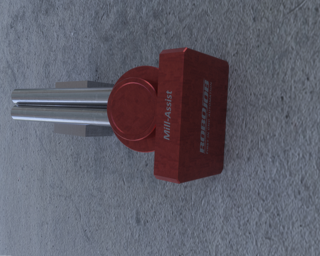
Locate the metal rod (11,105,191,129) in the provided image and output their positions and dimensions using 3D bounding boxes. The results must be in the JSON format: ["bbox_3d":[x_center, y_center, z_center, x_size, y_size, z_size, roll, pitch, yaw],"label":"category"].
[{"bbox_3d":[-0.089,-0.016,0.419,0.301,0.025,0.025,4,92,27],"label":"metal rod"}]

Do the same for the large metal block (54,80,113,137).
[{"bbox_3d":[-0.118,-0.030,0.480,0.080,0.050,0.079,4,93,39],"label":"large metal block"}]

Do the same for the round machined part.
[{"bbox_3d":[-0.020,-0.021,0.346,0.098,0.042,0.097,1,93,29],"label":"round machined part"}]

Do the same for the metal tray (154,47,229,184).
[{"bbox_3d":[0.036,-0.012,0.332,0.030,0.091,0.129,5,93,40],"label":"metal tray"}]

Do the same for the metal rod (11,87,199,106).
[{"bbox_3d":[-0.088,-0.042,0.418,0.301,0.025,0.025,3,92,27],"label":"metal rod"}]
